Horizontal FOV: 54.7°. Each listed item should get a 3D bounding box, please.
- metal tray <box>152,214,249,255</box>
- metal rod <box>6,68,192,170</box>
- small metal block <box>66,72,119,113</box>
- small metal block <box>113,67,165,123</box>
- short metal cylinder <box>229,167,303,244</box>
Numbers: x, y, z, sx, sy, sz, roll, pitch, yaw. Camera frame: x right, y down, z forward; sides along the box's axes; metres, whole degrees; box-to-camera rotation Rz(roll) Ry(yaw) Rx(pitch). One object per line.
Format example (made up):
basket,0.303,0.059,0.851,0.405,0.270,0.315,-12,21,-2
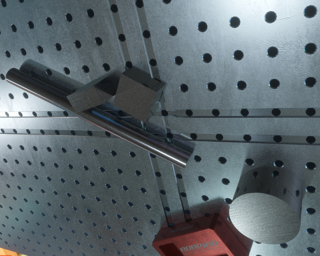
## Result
metal tray,0.062,0.193,0.493,0.130,0.030,0.090,-30,102,37
metal rod,-0.095,-0.018,0.448,0.301,0.025,0.025,25,127,12
small metal block,-0.085,-0.047,0.409,0.050,0.050,0.025,-14,111,33
small metal block,-0.028,-0.042,0.398,0.050,0.025,0.050,29,128,9
short metal cylinder,0.132,0.096,0.385,0.080,0.050,0.079,13,124,20
